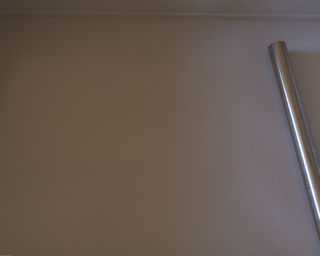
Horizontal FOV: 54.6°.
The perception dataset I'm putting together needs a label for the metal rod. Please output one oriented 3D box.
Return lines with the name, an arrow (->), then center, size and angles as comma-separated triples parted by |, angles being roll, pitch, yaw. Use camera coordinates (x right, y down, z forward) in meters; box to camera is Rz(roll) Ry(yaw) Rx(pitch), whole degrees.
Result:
metal rod -> 0.187, 0.019, 0.403 | 0.025, 0.025, 0.299 | -6, 70, -2
